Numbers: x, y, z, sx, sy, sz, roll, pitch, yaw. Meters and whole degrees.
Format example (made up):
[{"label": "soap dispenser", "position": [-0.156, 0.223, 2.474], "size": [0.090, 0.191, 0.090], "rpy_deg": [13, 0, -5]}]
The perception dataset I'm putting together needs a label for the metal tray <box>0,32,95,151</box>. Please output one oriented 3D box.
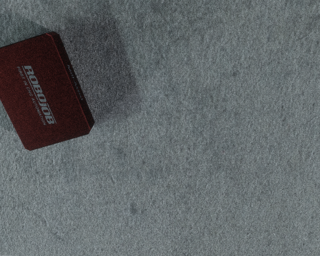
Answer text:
[{"label": "metal tray", "position": [-0.149, -0.044, 0.389], "size": [0.090, 0.030, 0.129], "rpy_deg": [-16, 110, 5]}]
